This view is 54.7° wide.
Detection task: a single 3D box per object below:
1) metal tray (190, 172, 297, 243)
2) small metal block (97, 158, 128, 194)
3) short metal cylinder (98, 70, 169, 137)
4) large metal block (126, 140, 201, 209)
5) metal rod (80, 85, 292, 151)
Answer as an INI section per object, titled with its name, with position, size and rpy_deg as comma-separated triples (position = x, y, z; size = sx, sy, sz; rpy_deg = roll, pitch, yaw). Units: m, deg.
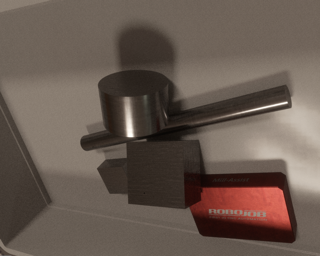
[metal tray]
position = 0.106, 0.106, 0.415
size = 0.130, 0.030, 0.090
rpy_deg = -7, 115, 31
[small metal block]
position = -0.063, 0.076, 0.487
size = 0.050, 0.025, 0.050
rpy_deg = -8, 115, 31
[short metal cylinder]
position = -0.030, -0.032, 0.368
size = 0.080, 0.080, 0.050
rpy_deg = 12, 123, 21
[large metal block]
position = 0.005, 0.057, 0.403
size = 0.080, 0.050, 0.079
rpy_deg = -3, 88, 29
[metal rod]
position = 0.009, -0.004, 0.399
size = 0.300, 0.025, 0.025
rpy_deg = -13, 112, 33
